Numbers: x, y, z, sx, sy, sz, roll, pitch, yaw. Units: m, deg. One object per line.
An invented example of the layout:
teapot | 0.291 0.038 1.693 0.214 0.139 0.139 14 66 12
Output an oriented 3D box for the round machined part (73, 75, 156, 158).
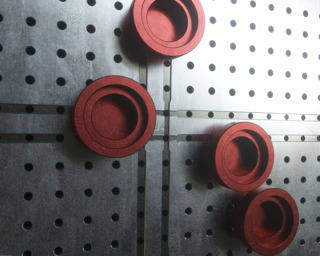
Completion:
round machined part | -0.058 -0.014 0.383 0.099 0.042 0.097 0 90 -21

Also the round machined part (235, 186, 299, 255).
round machined part | 0.154 0.135 0.463 0.099 0.042 0.097 0 90 -21

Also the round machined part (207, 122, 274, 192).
round machined part | 0.111 0.040 0.446 0.099 0.042 0.097 0 90 -21

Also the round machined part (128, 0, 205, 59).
round machined part | 0.006 -0.138 0.407 0.099 0.042 0.097 0 90 -21
